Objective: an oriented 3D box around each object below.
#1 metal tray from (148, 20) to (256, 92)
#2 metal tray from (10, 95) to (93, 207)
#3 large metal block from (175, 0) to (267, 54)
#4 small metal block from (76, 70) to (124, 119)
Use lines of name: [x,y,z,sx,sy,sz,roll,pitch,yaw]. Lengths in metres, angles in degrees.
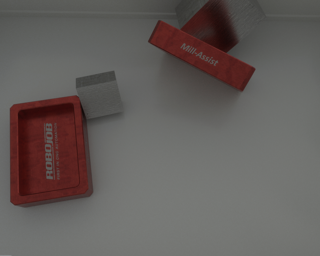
metal tray: [0.057,-0.091,0.407,0.130,0.090,0.030,30,102,10]
metal tray: [-0.139,0.028,0.395,0.091,0.030,0.129,-9,70,-4]
large metal block: [0.080,-0.154,0.415,0.080,0.080,0.050,24,42,-34]
small metal block: [-0.079,-0.043,0.408,0.050,0.050,0.025,-13,41,-5]
